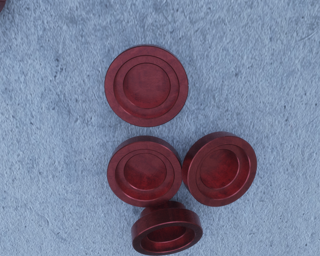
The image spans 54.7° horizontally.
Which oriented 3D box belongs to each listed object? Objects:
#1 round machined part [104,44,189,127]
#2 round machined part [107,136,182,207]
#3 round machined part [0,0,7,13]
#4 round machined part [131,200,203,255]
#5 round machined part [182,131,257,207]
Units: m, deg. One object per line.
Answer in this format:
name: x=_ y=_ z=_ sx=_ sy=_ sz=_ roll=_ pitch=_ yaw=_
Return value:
round machined part: x=-0.016 y=-0.054 z=0.381 sx=0.099 sy=0.042 sz=0.097 roll=0 pitch=110 yaw=0
round machined part: x=-0.020 y=0.055 z=0.421 sx=0.099 sy=0.042 sz=0.097 roll=0 pitch=110 yaw=0
round machined part: x=-0.215 y=-0.162 z=0.339 sx=0.099 sy=0.042 sz=0.097 roll=0 pitch=110 yaw=0
round machined part: x=0.008 y=0.139 z=0.439 sx=0.099 sy=0.042 sz=0.097 roll=-7 pitch=135 yaw=-7
round machined part: x=0.074 y=0.051 z=0.410 sx=0.099 sy=0.042 sz=0.097 roll=-5 pitch=108 yaw=-17
